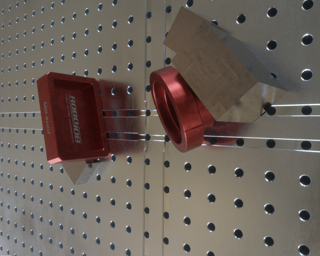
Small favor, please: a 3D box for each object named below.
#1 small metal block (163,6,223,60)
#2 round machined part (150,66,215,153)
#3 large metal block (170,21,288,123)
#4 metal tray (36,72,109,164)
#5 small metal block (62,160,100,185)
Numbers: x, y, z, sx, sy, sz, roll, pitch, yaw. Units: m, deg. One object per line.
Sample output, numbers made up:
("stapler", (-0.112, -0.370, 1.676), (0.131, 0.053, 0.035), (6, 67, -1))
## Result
("small metal block", (0.038, -0.112, 0.376), (0.050, 0.025, 0.050), (43, 115, 31))
("round machined part", (0.027, -0.024, 0.353), (0.098, 0.042, 0.098), (159, 89, -79))
("large metal block", (0.071, -0.052, 0.313), (0.050, 0.081, 0.080), (-47, 62, 28))
("metal tray", (-0.131, -0.015, 0.471), (0.030, 0.091, 0.129), (-18, 79, 38))
("small metal block", (-0.134, 0.058, 0.517), (0.050, 0.025, 0.050), (48, 118, 29))
